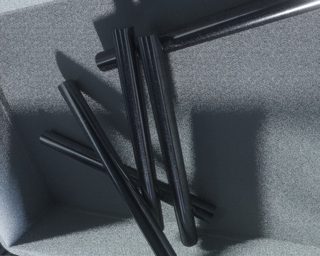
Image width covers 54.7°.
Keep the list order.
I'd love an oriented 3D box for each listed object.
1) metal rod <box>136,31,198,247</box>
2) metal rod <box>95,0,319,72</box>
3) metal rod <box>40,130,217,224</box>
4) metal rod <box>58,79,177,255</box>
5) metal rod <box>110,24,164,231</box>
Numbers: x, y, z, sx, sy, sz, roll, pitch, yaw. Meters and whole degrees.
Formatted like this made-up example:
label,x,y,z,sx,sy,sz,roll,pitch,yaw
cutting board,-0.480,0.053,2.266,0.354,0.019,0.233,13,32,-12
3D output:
label,x,y,z,sx,sy,sz,roll,pitch,yaw
metal rod,0.015,0.033,0.387,0.025,0.025,0.298,2,120,27
metal rod,0.053,-0.103,0.316,0.300,0.025,0.025,-8,114,32
metal rod,-0.058,0.070,0.482,0.301,0.025,0.025,23,127,14
metal rod,-0.057,0.065,0.429,0.025,0.025,0.299,-35,84,38
metal rod,-0.023,0.022,0.400,0.025,0.025,0.298,7,122,25
